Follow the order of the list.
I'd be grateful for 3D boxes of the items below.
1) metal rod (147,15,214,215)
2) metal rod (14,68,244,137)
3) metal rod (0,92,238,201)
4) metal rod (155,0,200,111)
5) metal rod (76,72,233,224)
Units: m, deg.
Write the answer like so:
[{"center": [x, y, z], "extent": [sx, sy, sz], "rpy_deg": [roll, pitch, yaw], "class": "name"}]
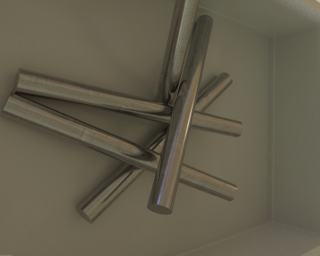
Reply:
[{"center": [0.034, -0.041, 0.384], "extent": [0.025, 0.025, 0.300], "rpy_deg": [41, 48, -33], "class": "metal rod"}, {"center": [-0.011, -0.022, 0.376], "extent": [0.302, 0.025, 0.025], "rpy_deg": [11, 83, -33], "class": "metal rod"}, {"center": [-0.023, 0.033, 0.358], "extent": [0.302, 0.025, 0.025], "rpy_deg": [25, 74, -28], "class": "metal rod"}, {"center": [0.030, -0.138, 0.320], "extent": [0.025, 0.025, 0.298], "rpy_deg": [-26, 144, -37], "class": "metal rod"}, {"center": [0.011, 0.009, 0.418], "extent": [0.302, 0.025, 0.025], "rpy_deg": [-43, 116, -32], "class": "metal rod"}]
